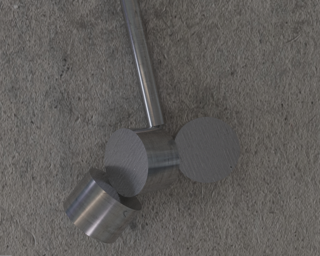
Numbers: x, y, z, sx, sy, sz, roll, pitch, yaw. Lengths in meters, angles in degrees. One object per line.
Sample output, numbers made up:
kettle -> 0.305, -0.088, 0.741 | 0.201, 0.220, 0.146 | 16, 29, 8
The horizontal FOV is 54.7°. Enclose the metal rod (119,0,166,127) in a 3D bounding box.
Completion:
metal rod -> -0.036, -0.149, 0.409 | 0.025, 0.025, 0.298 | -13, 90, 0

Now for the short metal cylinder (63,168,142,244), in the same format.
short metal cylinder -> -0.070, 0.094, 0.382 | 0.080, 0.080, 0.050 | 38, 91, 0

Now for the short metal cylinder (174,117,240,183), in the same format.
short metal cylinder -> 0.056, 0.026, 0.398 | 0.081, 0.050, 0.079 | 0, 90, 0

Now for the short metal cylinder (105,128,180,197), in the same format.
short metal cylinder -> -0.023, 0.039, 0.376 | 0.050, 0.080, 0.079 | -2, 93, -45
